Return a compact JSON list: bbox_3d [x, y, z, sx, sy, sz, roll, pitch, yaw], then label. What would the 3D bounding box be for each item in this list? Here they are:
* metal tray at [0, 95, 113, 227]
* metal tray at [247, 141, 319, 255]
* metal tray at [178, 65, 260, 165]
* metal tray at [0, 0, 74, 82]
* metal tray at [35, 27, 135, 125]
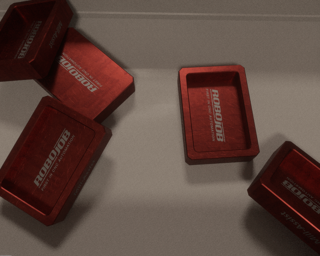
[{"bbox_3d":[-0.129,0.038,0.374,0.090,0.030,0.130,29,87,9],"label":"metal tray"},{"bbox_3d":[0.178,0.085,0.359,0.130,0.030,0.091,40,50,13],"label":"metal tray"},{"bbox_3d":[0.074,-0.019,0.414,0.091,0.030,0.129,-3,70,-2],"label":"metal tray"},{"bbox_3d":[-0.181,-0.123,0.423,0.090,0.030,0.130,-1,57,16],"label":"metal tray"},{"bbox_3d":[-0.111,-0.071,0.431,0.130,0.030,0.090,41,74,13],"label":"metal tray"}]
